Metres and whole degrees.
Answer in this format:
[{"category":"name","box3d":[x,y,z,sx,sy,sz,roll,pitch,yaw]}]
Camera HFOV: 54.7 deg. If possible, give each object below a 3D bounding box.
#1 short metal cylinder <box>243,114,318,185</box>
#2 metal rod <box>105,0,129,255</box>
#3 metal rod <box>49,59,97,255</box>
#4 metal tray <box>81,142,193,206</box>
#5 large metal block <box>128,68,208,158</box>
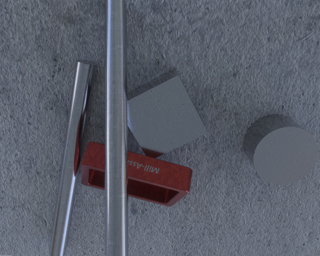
[{"category":"short metal cylinder","box3d":[0.156,0.027,0.409,0.081,0.050,0.079,0,110,-1]},{"category":"metal rod","box3d":[-0.049,0.003,0.344,0.025,0.025,0.298,-1,85,0]},{"category":"metal rod","box3d":[-0.124,0.056,0.428,0.025,0.025,0.298,12,110,-5]},{"category":"metal tray","box3d":[-0.034,0.064,0.402,0.131,0.030,0.090,16,152,-6]},{"category":"large metal block","box3d":[0.003,-0.018,0.390,0.080,0.050,0.080,-26,108,9]}]
